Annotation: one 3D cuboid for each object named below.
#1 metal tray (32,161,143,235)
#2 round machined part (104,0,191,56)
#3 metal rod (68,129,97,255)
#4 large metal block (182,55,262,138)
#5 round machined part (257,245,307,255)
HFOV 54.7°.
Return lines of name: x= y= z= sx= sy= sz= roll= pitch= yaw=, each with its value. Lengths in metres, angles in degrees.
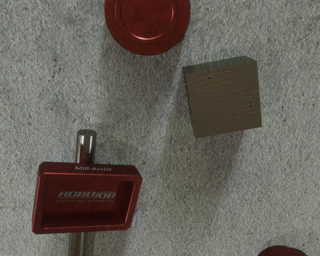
metal tray: x=-0.097 y=0.094 z=0.415 sx=0.131 sy=0.030 sz=0.089 roll=6 pitch=110 yaw=-25
round machined part: x=-0.014 y=-0.132 z=0.352 sx=0.099 sy=0.042 sz=0.097 roll=0 pitch=110 yaw=-1
metal rod: x=-0.121 y=0.144 z=0.461 sx=0.025 sy=0.025 sz=0.298 roll=9 pitch=110 yaw=-4
large metal block: x=0.075 y=-0.040 z=0.383 sx=0.080 sy=0.050 sz=0.079 roll=-10 pitch=110 yaw=3
round machined part: x=0.189 y=0.226 z=0.487 sx=0.099 sy=0.042 sz=0.097 roll=0 pitch=110 yaw=-1
